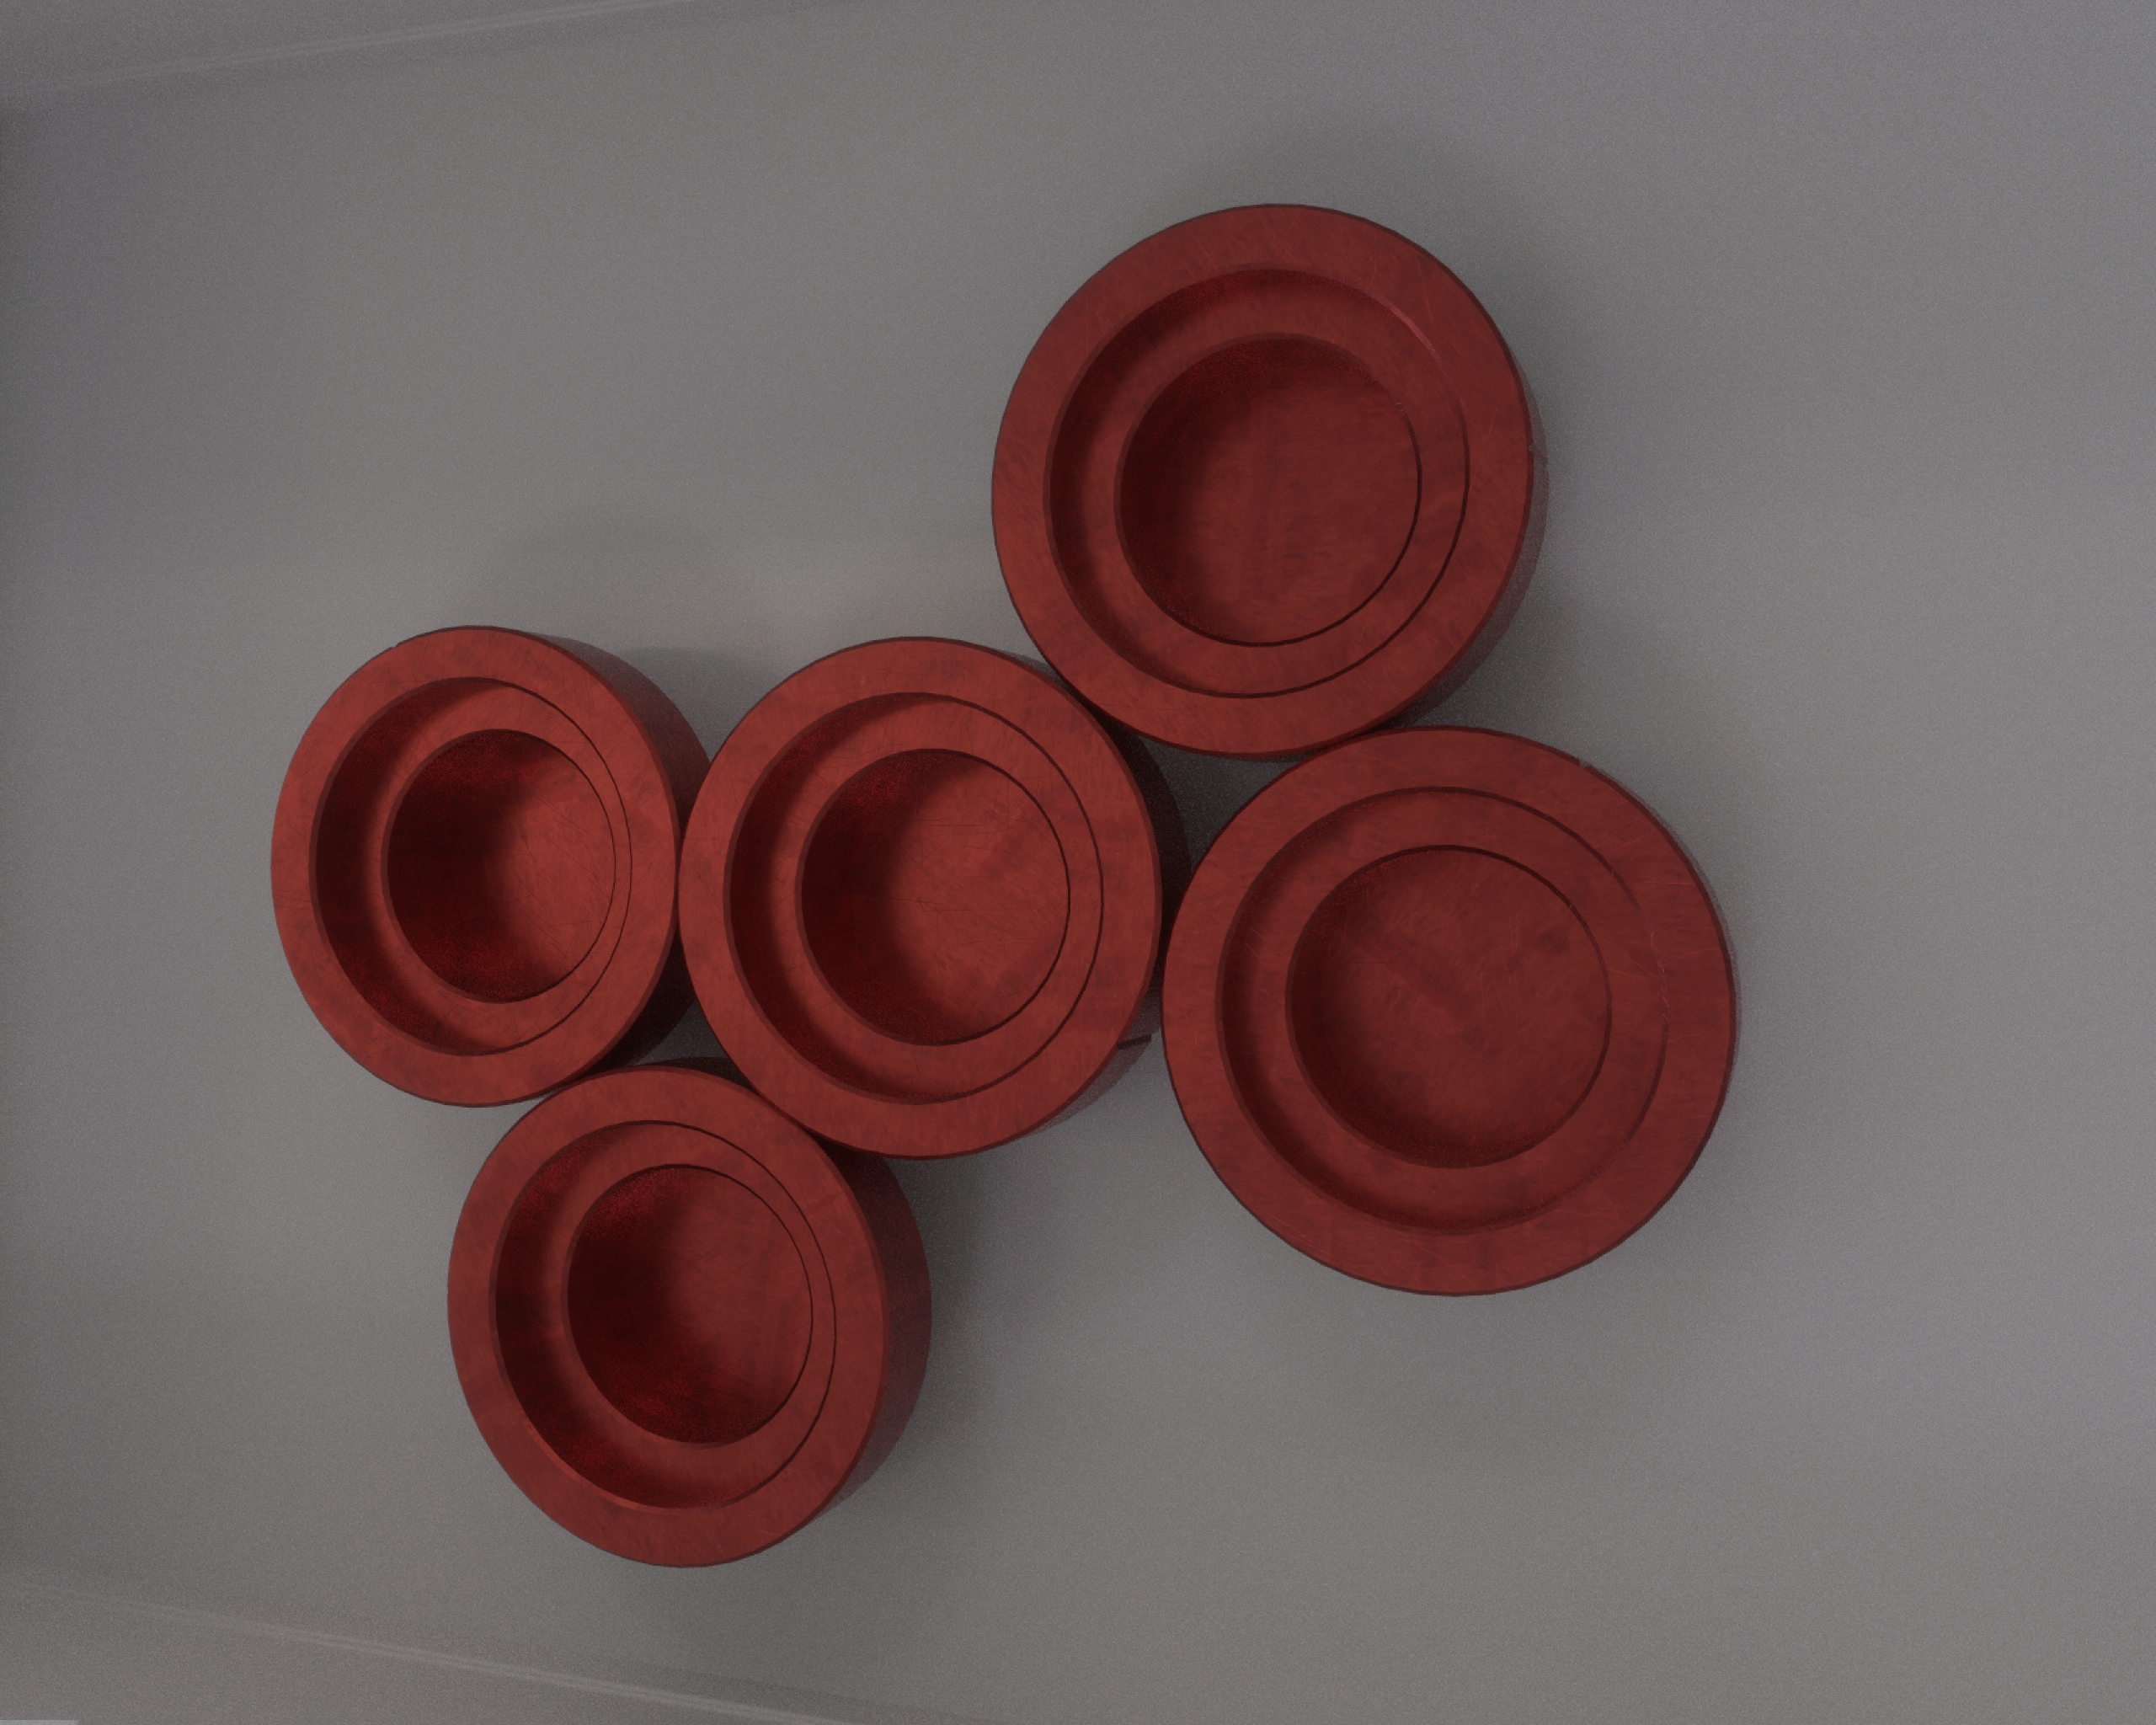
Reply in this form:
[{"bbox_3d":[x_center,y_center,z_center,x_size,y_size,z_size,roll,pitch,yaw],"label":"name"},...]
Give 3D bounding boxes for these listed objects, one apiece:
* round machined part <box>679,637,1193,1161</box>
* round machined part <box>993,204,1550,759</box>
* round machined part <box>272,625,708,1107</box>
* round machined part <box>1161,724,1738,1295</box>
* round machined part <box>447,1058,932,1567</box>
[{"bbox_3d":[-0.024,0.007,0.406,0.098,0.042,0.097,0,90,20],"label":"round machined part"},{"bbox_3d":[0.037,-0.067,0.386,0.098,0.042,0.097,0,90,20],"label":"round machined part"},{"bbox_3d":[-0.116,0.001,0.440,0.098,0.042,0.097,0,90,20],"label":"round machined part"},{"bbox_3d":[0.068,0.025,0.375,0.098,0.042,0.097,0,90,20],"label":"round machined part"},{"bbox_3d":[-0.074,0.088,0.424,0.098,0.042,0.097,0,90,20],"label":"round machined part"}]
